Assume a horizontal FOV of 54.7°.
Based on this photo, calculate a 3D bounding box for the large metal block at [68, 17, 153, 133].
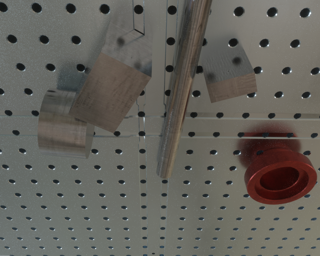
[{"bbox_3d":[-0.050,-0.056,0.327,0.050,0.080,0.080,24,126,-20],"label":"large metal block"}]

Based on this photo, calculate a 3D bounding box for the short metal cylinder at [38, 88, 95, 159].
[{"bbox_3d":[-0.108,-0.005,0.370,0.050,0.080,0.079,6,130,-6],"label":"short metal cylinder"}]

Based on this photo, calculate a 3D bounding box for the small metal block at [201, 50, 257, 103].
[{"bbox_3d":[0.076,-0.058,0.347,0.050,0.050,0.025,-14,129,11],"label":"small metal block"}]

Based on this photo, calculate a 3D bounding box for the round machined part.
[{"bbox_3d":[0.175,0.068,0.461,0.099,0.042,0.097,-1,130,0],"label":"round machined part"}]

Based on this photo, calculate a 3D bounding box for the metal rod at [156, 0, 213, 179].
[{"bbox_3d":[0.026,-0.046,0.373,0.025,0.025,0.298,5,130,-5],"label":"metal rod"}]
